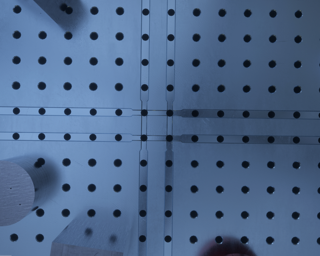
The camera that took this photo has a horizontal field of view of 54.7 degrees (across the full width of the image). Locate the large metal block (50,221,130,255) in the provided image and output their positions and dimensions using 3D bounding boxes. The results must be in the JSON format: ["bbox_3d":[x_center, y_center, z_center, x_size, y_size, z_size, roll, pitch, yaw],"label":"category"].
[{"bbox_3d":[-0.084,0.157,0.385,0.080,0.080,0.050,9,90,0],"label":"large metal block"}]

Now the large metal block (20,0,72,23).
[{"bbox_3d":[-0.162,-0.186,0.384,0.080,0.080,0.050,32,90,0],"label":"large metal block"}]

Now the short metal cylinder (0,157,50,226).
[{"bbox_3d":[-0.192,0.079,0.399,0.081,0.050,0.080,0,90,0],"label":"short metal cylinder"}]

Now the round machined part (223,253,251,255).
[{"bbox_3d":[0.100,0.212,0.406,0.099,0.042,0.097,0,90,0],"label":"round machined part"}]
